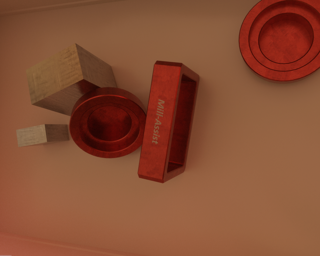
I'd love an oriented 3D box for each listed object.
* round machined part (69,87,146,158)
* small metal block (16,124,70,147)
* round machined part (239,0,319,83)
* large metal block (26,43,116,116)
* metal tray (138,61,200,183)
[{"bbox_3d":[-0.066,-0.011,0.405,0.099,0.042,0.097,-4,125,-6],"label":"round machined part"},{"bbox_3d":[-0.171,0.011,0.456,0.050,0.050,0.025,-10,87,19],"label":"small metal block"},{"bbox_3d":[0.142,-0.099,0.351,0.098,0.042,0.097,0,90,19],"label":"round machined part"},{"bbox_3d":[-0.115,-0.060,0.416,0.080,0.080,0.050,-22,73,18],"label":"large metal block"},{"bbox_3d":[0.014,-0.007,0.370,0.030,0.090,0.129,10,93,19],"label":"metal tray"}]
